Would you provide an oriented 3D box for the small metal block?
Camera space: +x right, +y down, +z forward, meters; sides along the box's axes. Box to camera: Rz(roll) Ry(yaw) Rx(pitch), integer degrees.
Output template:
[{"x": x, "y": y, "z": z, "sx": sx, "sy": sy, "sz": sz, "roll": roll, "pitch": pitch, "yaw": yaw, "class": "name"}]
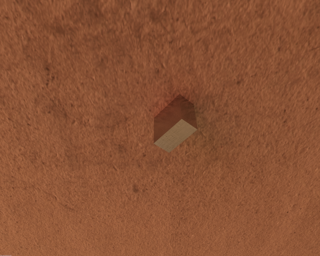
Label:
[{"x": 0.018, "y": -0.006, "z": 0.386, "sx": 0.025, "sy": 0.050, "sz": 0.050, "roll": 33, "pitch": 123, "yaw": -25, "class": "small metal block"}]
